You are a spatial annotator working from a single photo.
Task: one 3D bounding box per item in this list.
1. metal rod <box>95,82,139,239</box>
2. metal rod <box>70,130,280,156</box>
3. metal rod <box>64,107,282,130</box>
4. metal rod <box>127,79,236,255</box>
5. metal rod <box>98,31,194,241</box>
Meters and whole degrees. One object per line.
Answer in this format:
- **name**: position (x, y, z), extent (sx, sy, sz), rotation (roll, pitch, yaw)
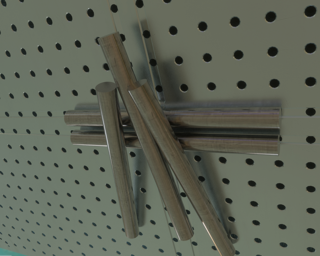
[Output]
- **metal rod**: position (-0.056, 0.069, 0.458), extent (0.025, 0.025, 0.298), rotation (13, 131, 20)
- **metal rod**: position (0.001, 0.017, 0.420), extent (0.301, 0.025, 0.025), rotation (1, 119, 27)
- **metal rod**: position (-0.003, -0.013, 0.404), extent (0.301, 0.025, 0.025), rotation (1, 119, 27)
- **metal rod**: position (0.039, 0.071, 0.409), extent (0.025, 0.025, 0.299), rotation (-11, 120, 32)
- **metal rod**: position (-0.010, 0.027, 0.400), extent (0.025, 0.025, 0.298), rotation (-6, 116, 31)
